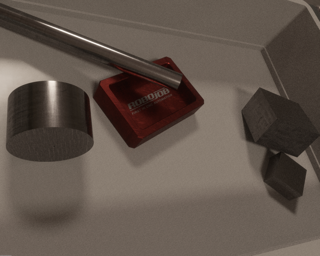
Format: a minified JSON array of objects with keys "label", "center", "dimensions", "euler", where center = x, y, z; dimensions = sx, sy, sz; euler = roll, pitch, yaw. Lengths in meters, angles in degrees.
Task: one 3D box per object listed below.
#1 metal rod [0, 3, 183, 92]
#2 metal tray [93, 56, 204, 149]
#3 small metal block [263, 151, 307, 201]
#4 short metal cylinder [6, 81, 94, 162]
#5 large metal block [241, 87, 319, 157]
[{"label":"metal rod","center":[-0.116,-0.110,0.385],"dimensions":[0.302,0.025,0.025],"euler":[20,54,-7]},{"label":"metal tray","center":[-0.011,-0.040,0.421],"dimensions":[0.131,0.030,0.090],"euler":[-30,78,-38]},{"label":"small metal block","center":[0.189,0.072,0.466],"dimensions":[0.050,0.025,0.050],"euler":[36,51,-4]},{"label":"short metal cylinder","center":[-0.110,-0.004,0.314],"dimensions":[0.081,0.080,0.050],"euler":[3,61,-27]},{"label":"large metal block","center":[0.184,-0.009,0.483],"dimensions":[0.081,0.050,0.080],"euler":[18,36,-18]}]
